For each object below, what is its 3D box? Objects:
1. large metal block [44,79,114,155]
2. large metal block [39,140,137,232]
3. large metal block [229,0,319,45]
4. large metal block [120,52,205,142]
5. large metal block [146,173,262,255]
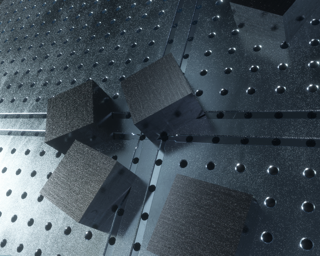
[{"bbox_3d":[-0.120,-0.014,0.462,0.080,0.050,0.080,-21,54,15],"label":"large metal block"},{"bbox_3d":[-0.090,0.072,0.394,0.080,0.050,0.080,21,73,35],"label":"large metal block"},{"bbox_3d":[0.155,-0.169,0.414,0.080,0.050,0.080,-49,52,-7],"label":"large metal block"},{"bbox_3d":[0.002,-0.041,0.415,0.080,0.050,0.080,-28,52,10],"label":"large metal block"},{"bbox_3d":[0.046,0.100,0.306,0.080,0.050,0.080,11,67,32],"label":"large metal block"}]
